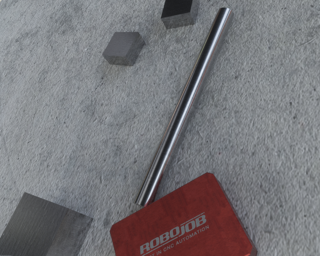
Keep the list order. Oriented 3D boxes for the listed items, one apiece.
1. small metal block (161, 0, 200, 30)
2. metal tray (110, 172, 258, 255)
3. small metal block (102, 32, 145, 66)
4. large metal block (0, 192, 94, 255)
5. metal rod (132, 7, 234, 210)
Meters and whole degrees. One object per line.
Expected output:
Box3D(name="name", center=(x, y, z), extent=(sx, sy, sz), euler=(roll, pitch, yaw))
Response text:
Box3D(name="small metal block", center=(0.033, -0.191, 0.503), extent=(0.050, 0.025, 0.050), euler=(-2, 61, 27))
Box3D(name="metal tray", center=(0.019, 0.116, 0.319), extent=(0.130, 0.030, 0.090), euler=(-31, 52, 8))
Box3D(name="small metal block", center=(-0.060, -0.132, 0.514), extent=(0.050, 0.025, 0.050), euler=(11, 67, 32))
Box3D(name="large metal block", center=(-0.142, 0.133, 0.379), extent=(0.080, 0.050, 0.080), euler=(8, 66, 31))
Box3D(name="metal rod", center=(0.038, -0.038, 0.406), extent=(0.025, 0.025, 0.300), euler=(12, 67, 33))
